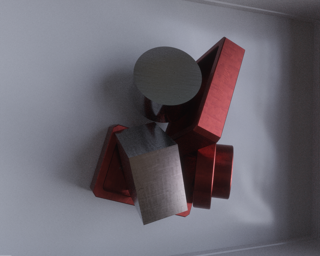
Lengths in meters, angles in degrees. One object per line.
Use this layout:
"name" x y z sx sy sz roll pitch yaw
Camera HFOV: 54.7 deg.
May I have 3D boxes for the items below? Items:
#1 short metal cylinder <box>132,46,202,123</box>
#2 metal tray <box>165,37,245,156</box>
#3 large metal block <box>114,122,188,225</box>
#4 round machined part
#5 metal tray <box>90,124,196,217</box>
"short metal cylinder" 0.006 -0.053 0.383 0.081 0.050 0.080 3 67 -7
"metal tray" 0.051 -0.036 0.378 0.030 0.090 0.130 28 65 -15
"large metal block" -0.012 0.047 0.352 0.050 0.080 0.079 -15 111 -14
"round machined part" 0.069 0.054 0.393 0.042 0.098 0.097 5 88 10
"metal tray" -0.013 0.056 0.401 0.131 0.030 0.090 18 84 -19
